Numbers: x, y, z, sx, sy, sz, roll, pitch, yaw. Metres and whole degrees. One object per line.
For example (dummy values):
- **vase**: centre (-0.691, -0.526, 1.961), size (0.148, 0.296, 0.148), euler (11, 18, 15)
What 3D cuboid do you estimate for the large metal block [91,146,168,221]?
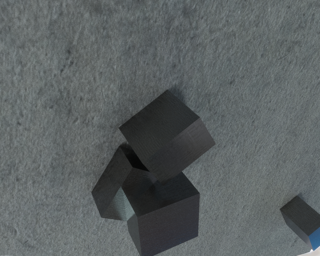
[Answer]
- **large metal block**: centre (-0.034, 0.080, 0.423), size (0.080, 0.050, 0.080), euler (22, 107, -37)

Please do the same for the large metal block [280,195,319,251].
- **large metal block**: centre (0.319, 0.208, 0.678), size (0.050, 0.080, 0.080), euler (-38, 130, -3)

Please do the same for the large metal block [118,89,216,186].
- **large metal block**: centre (0.007, 0.009, 0.382), size (0.080, 0.080, 0.050), euler (-38, 130, -3)

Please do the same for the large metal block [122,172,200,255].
- **large metal block**: centre (0.002, 0.110, 0.397), size (0.081, 0.050, 0.079), euler (-16, 125, -20)
